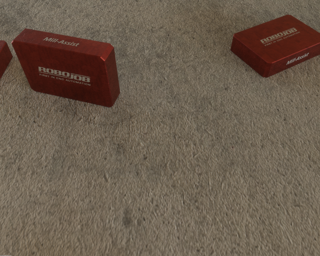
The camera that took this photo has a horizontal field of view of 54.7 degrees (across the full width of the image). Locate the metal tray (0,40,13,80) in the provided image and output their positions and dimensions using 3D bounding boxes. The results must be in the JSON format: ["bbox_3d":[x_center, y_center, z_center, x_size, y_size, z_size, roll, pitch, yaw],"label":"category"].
[{"bbox_3d":[-0.312,-0.099,0.480,0.131,0.030,0.090,2,50,1],"label":"metal tray"}]

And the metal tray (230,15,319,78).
[{"bbox_3d":[0.197,-0.141,0.519,0.131,0.030,0.090,-24,54,-19],"label":"metal tray"}]

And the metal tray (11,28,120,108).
[{"bbox_3d":[-0.125,-0.081,0.427,0.131,0.090,0.030,13,51,10],"label":"metal tray"}]
